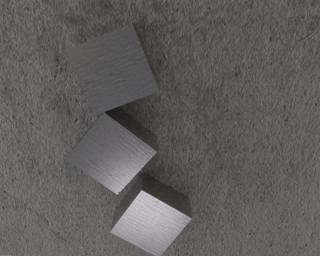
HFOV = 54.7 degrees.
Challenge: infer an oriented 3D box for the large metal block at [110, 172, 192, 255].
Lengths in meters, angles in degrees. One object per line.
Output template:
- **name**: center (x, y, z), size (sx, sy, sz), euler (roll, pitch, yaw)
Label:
- **large metal block**: center (-0.013, 0.123, 0.442), size (0.080, 0.050, 0.080), euler (32, 107, -11)

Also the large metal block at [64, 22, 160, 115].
- **large metal block**: center (-0.053, -0.072, 0.369), size (0.080, 0.050, 0.080), euler (-20, 109, 7)

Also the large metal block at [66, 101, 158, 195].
- **large metal block**: center (-0.060, 0.025, 0.405), size (0.080, 0.050, 0.080), euler (38, 106, -13)
